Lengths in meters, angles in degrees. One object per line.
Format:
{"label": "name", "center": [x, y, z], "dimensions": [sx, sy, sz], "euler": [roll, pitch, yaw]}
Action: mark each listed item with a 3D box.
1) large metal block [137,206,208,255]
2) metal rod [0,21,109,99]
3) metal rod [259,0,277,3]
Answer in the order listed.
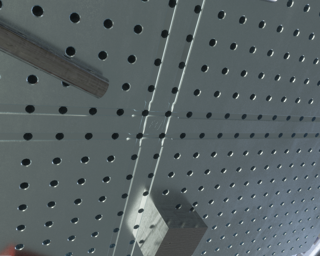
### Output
{"label": "large metal block", "center": [0.020, 0.180, 0.520], "dimensions": [0.081, 0.050, 0.079], "euler": [11, 113, -33]}
{"label": "metal rod", "center": [-0.172, -0.097, 0.257], "dimensions": [0.301, 0.025, 0.025], "euler": [26, 104, -38]}
{"label": "metal rod", "center": [0.009, -0.164, 0.315], "dimensions": [0.303, 0.025, 0.025], "euler": [-2, 119, -28]}
